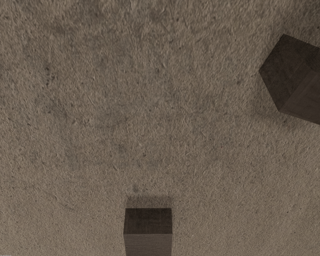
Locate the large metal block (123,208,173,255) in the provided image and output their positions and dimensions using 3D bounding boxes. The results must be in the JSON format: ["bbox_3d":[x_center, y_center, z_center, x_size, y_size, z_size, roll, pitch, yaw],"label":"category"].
[{"bbox_3d":[-0.020,0.187,0.550,0.081,0.050,0.079,0,130,-1],"label":"large metal block"}]

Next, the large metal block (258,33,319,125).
[{"bbox_3d":[0.164,-0.049,0.332,0.081,0.080,0.050,16,128,-14],"label":"large metal block"}]
